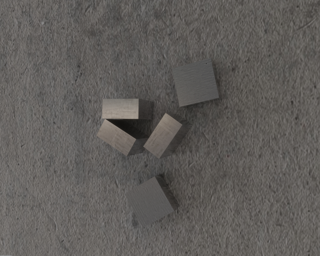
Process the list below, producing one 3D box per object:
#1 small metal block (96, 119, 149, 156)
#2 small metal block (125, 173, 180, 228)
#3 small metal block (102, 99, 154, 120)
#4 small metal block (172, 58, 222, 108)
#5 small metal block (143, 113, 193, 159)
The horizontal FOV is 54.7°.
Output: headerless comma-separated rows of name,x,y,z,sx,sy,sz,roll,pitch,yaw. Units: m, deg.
small metal block,-0.047,0.012,0.412,0.050,0.050,0.025,32,101,17
small metal block,-0.010,0.096,0.413,0.050,0.025,0.050,-33,80,17
small metal block,-0.041,-0.024,0.410,0.050,0.050,0.025,1,91,20
small metal block,0.047,-0.056,0.392,0.050,0.025,0.050,-12,86,19
small metal block,0.011,0.009,0.392,0.025,0.050,0.050,37,102,16
